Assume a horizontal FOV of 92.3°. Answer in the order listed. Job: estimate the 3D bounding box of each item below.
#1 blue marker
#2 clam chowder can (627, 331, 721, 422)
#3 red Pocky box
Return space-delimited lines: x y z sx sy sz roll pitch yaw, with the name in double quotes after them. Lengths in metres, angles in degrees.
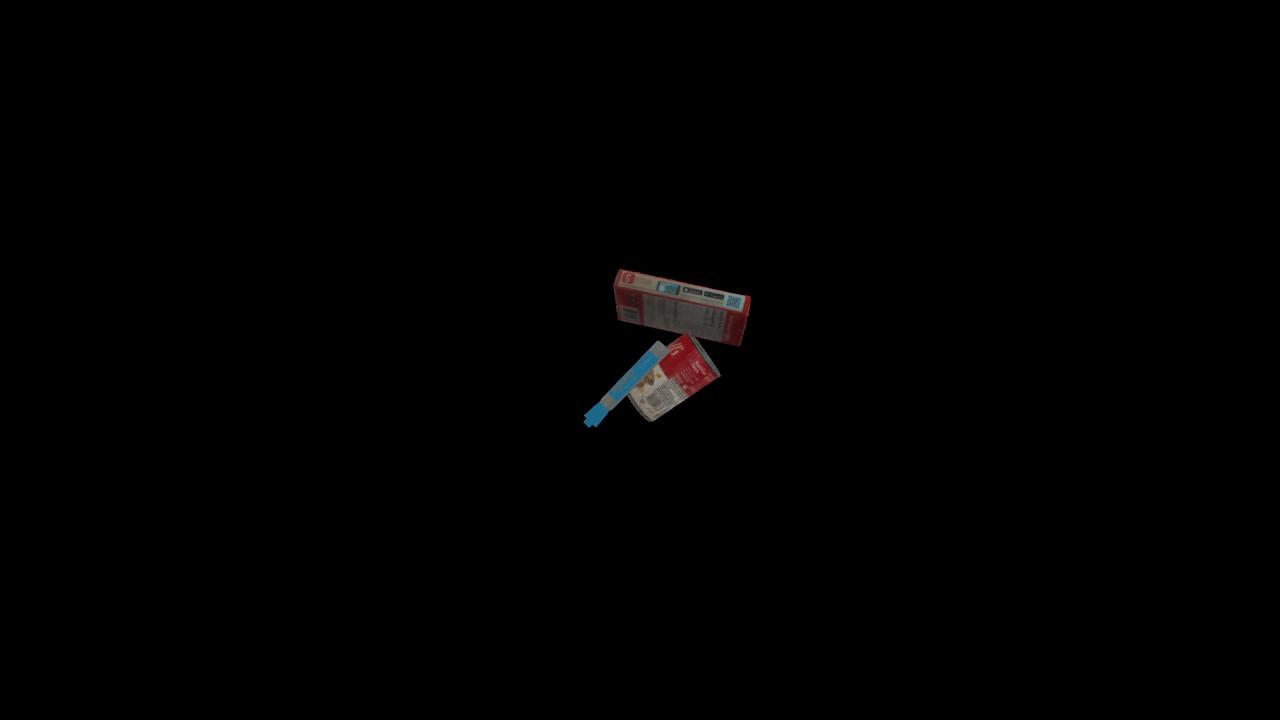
-0.016 0.028 0.669 0.020 0.121 0.020 45 -2 2 "blue marker"
0.037 0.021 0.742 0.102 0.068 0.068 -36 -6 9 "clam chowder can"
0.048 -0.060 0.721 0.155 0.028 0.083 13 -25 8 "red Pocky box"
